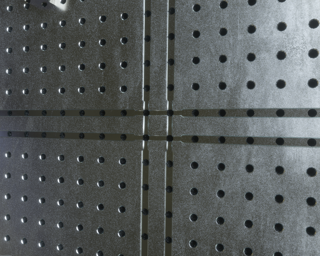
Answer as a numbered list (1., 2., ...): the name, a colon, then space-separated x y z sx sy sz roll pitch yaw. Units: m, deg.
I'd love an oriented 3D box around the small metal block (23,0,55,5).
1. small metal block: -0.188 -0.222 0.479 0.050 0.025 0.050 11 94 19
